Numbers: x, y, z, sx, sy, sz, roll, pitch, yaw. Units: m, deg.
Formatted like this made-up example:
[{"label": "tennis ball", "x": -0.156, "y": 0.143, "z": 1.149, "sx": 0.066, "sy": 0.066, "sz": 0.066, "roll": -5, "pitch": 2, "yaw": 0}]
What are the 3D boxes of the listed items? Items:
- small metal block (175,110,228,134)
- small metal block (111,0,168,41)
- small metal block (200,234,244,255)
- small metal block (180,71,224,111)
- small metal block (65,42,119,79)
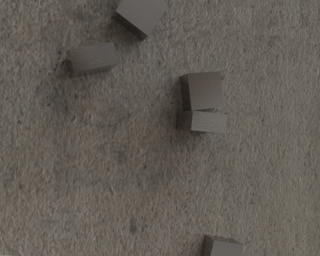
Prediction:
[{"label": "small metal block", "x": 0.055, "y": -0.007, "z": 0.417, "sx": 0.050, "sy": 0.050, "sz": 0.025, "roll": 6, "pitch": 88, "yaw": -20}, {"label": "small metal block", "x": -0.026, "y": -0.150, "z": 0.400, "sx": 0.050, "sy": 0.025, "sz": 0.050, "roll": 34, "pitch": 79, "yaw": -17}, {"label": "small metal block", "x": 0.086, "y": 0.185, "z": 0.443, "sx": 0.050, "sy": 0.025, "sz": 0.050, "roll": 16, "pitch": 85, "yaw": -20}, {"label": "small metal block", "x": 0.059, "y": -0.051, "z": 0.432, "sx": 0.050, "sy": 0.025, "sz": 0.050, "roll": -7, "pitch": 93, "yaw": -20}, {"label": "small metal block", "x": -0.082, "y": -0.079, "z": 0.366, "sx": 0.050, "sy": 0.050, "sz": 0.025, "roll": -16, "pitch": 96, "yaw": -20}]
